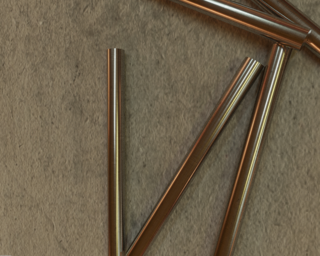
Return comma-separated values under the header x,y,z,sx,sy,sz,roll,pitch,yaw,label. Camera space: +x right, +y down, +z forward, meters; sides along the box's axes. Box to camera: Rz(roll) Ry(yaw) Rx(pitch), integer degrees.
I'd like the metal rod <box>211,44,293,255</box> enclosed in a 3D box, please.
x,y,z,sx,sy,sz,roll,pitch,yaw,label
0.104,0.050,0.371,0.025,0.025,0.298,16,95,19,metal rod

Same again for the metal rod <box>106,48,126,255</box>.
x,y,z,sx,sy,sz,roll,pitch,yaw,label
-0.061,0.042,0.429,0.025,0.025,0.298,0,90,19,metal rod

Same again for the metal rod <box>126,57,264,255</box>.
x,y,z,sx,sy,sz,roll,pitch,yaw,label
0.039,0.048,0.394,0.025,0.025,0.299,33,100,16,metal rod

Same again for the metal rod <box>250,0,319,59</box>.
x,y,z,sx,sy,sz,roll,pitch,yaw,label
0.198,-0.075,0.339,0.025,0.025,0.300,-46,76,14,metal rod

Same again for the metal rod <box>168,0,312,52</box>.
x,y,z,sx,sy,sz,roll,pitch,yaw,label
0.034,-0.164,0.384,0.300,0.025,0.025,30,100,21,metal rod
